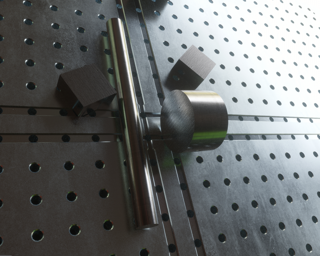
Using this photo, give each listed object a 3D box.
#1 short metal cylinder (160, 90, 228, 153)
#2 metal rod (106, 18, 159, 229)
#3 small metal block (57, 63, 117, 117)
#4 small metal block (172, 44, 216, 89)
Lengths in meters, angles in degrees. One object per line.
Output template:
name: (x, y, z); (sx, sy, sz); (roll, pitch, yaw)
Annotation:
short metal cylinder: (0.042, -0.009, 0.401); (0.050, 0.080, 0.080); (-2, 63, -29)
metal rod: (-0.041, -0.025, 0.400); (0.025, 0.025, 0.299); (3, 61, -27)
small metal block: (-0.092, -0.048, 0.388); (0.050, 0.025, 0.050); (-30, 79, -38)
small metal block: (0.055, -0.099, 0.498); (0.050, 0.025, 0.050); (39, 51, -2)
